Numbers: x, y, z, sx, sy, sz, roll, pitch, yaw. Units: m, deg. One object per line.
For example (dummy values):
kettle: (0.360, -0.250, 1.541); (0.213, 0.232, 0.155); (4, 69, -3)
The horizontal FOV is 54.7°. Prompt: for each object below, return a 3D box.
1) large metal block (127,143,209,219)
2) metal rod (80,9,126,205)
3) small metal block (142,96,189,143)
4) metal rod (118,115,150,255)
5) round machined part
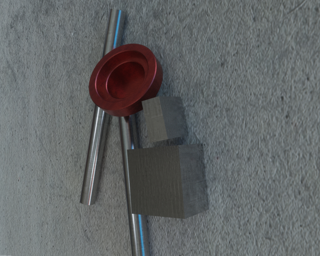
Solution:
large metal block: (0.009, 0.062, 0.380); (0.080, 0.050, 0.080); (-8, 85, 39)
metal rod: (-0.089, -0.026, 0.475); (0.025, 0.025, 0.298); (18, 101, 38)
small metal block: (0.007, -0.011, 0.377); (0.025, 0.050, 0.050); (-13, 87, 33)
metal rod: (-0.034, 0.108, 0.430); (0.025, 0.025, 0.298); (-11, 83, 39)
round machined part: (-0.041, -0.059, 0.409); (0.098, 0.042, 0.098); (-10, 63, 21)
